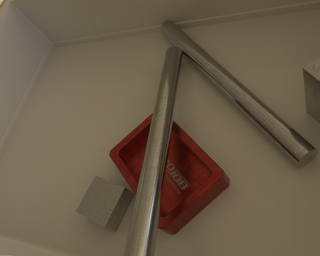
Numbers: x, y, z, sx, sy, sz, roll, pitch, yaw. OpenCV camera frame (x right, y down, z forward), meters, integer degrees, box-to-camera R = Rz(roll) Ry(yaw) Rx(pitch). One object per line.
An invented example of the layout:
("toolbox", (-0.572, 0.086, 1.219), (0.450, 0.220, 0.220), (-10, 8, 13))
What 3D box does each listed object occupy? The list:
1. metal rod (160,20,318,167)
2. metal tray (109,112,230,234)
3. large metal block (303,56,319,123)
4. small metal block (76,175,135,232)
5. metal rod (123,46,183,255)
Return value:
("metal rod", (0.080, -0.065, 0.402), (0.025, 0.025, 0.300), (-38, 51, 3))
("metal tray", (0.006, 0.046, 0.369), (0.090, 0.030, 0.130), (-42, 51, -1))
("large metal block", (0.191, -0.043, 0.297), (0.080, 0.080, 0.050), (-35, 52, 5))
("small metal block", (-0.067, 0.093, 0.383), (0.050, 0.025, 0.050), (15, 69, 33))
("metal rod", (0.001, 0.001, 0.353), (0.025, 0.025, 0.300), (-11, 44, 22))
